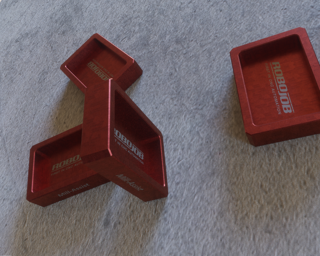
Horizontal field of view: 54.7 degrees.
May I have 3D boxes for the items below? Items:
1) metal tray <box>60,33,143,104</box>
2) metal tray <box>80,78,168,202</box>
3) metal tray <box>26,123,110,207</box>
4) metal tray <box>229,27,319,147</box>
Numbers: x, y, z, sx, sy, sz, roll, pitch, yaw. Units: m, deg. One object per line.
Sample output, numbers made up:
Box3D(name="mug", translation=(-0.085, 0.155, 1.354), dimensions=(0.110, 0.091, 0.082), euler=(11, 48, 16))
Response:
Box3D(name="metal tray", translation=(-0.100, -0.096, 0.509), dimensions=(0.090, 0.030, 0.130), euler=(-45, 51, -4))
Box3D(name="metal tray", translation=(-0.033, 0.019, 0.341), dimensions=(0.030, 0.130, 0.090), euler=(-18, 55, 18))
Box3D(name="metal tray", translation=(-0.122, 0.046, 0.434), dimensions=(0.130, 0.030, 0.090), euler=(-23, 53, 14))
Box3D(name="metal tray", translation=(0.137, -0.050, 0.358), dimensions=(0.090, 0.030, 0.130), euler=(-14, 56, 19))
